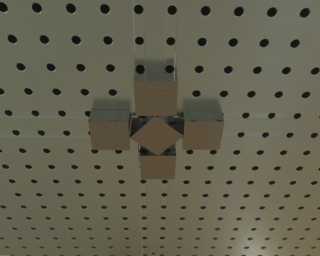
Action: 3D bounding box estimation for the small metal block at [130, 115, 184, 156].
[{"bbox_3d":[-0.004,0.004,0.414,0.050,0.025,0.050,35,122,-26],"label":"small metal block"}]

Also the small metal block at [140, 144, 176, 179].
[{"bbox_3d":[-0.003,0.049,0.453,0.050,0.025,0.050,0,130,-1],"label":"small metal block"}]

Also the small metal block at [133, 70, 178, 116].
[{"bbox_3d":[-0.005,-0.042,0.376,0.050,0.025,0.050,-1,130,0],"label":"small metal block"}]

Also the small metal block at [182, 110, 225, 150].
[{"bbox_3d":[0.056,0.003,0.415,0.050,0.025,0.050,0,130,0],"label":"small metal block"}]

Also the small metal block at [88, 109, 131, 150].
[{"bbox_3d":[-0.065,0.003,0.413,0.050,0.025,0.050,1,130,-2],"label":"small metal block"}]
